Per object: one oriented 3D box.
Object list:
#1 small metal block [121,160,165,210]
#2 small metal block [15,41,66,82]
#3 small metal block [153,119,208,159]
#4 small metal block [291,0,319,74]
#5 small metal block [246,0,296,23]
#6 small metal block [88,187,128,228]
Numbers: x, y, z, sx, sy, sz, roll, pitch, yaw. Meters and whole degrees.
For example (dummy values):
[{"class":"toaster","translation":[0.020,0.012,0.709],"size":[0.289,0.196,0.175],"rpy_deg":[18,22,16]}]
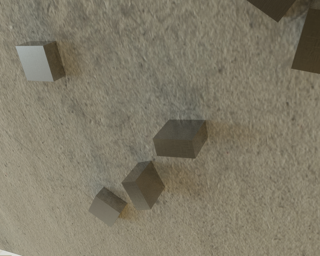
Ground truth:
[{"class":"small metal block","translation":[-0.023,0.084,0.453],"size":[0.025,0.050,0.050],"rpy_deg":[-13,112,33]},{"class":"small metal block","translation":[-0.167,-0.094,0.434],"size":[0.050,0.025,0.050],"rpy_deg":[6,121,24]},{"class":"small metal block","translation":[0.027,0.012,0.383],"size":[0.050,0.050,0.025],"rpy_deg":[1,119,27]},{"class":"small metal block","translation":[0.136,-0.081,0.269],"size":[0.025,0.050,0.050],"rpy_deg":[16,125,19]},{"class":"small metal block","translation":[0.102,-0.131,0.272],"size":[0.050,0.025,0.050],"rpy_deg":[37,129,3]},{"class":"small metal block","translation":[-0.091,0.138,0.538],"size":[0.050,0.025,0.050],"rpy_deg":[34,129,5]}]
